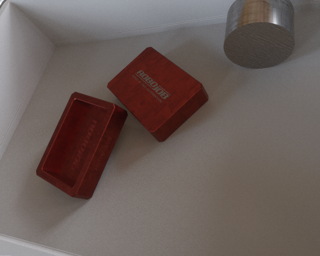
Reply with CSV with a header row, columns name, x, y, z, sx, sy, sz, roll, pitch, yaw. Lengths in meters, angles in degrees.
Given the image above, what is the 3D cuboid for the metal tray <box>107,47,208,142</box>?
name,x,y,z,sx,sy,sz,roll,pitch,yaw
metal tray,-0.007,-0.052,0.437,0.090,0.030,0.130,-43,51,-2

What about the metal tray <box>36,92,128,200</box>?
name,x,y,z,sx,sy,sz,roll,pitch,yaw
metal tray,-0.109,0.021,0.429,0.090,0.030,0.130,18,82,34

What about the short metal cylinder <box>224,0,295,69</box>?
name,x,y,z,sx,sy,sz,roll,pitch,yaw
short metal cylinder,0.121,-0.117,0.379,0.080,0.080,0.050,-3,61,26
